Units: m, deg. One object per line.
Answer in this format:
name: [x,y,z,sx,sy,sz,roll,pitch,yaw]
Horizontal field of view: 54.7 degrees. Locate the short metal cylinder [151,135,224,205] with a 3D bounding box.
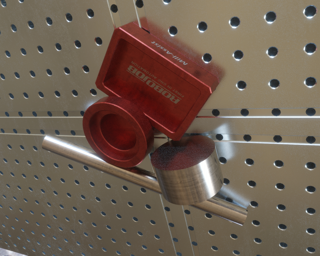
short metal cylinder: [0.034,0.050,0.386,0.080,0.080,0.050,-4,117,29]

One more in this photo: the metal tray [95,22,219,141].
metal tray: [-0.008,-0.054,0.376,0.130,0.030,0.089,35,128,5]

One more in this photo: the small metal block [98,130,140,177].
small metal block: [-0.063,0.038,0.466,0.050,0.025,0.050,25,127,12]

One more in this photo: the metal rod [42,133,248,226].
metal rod: [-0.025,0.071,0.440,0.301,0.025,0.025,20,127,5]

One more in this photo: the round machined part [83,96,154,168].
round machined part: [-0.051,0.001,0.416,0.098,0.042,0.097,14,125,22]
